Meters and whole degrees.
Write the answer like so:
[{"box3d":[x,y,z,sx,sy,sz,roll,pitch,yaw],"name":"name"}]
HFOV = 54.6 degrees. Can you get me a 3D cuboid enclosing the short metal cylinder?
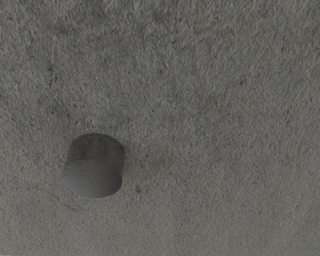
[{"box3d":[-0.091,0.054,0.435,0.080,0.050,0.080,0,130,0],"name":"short metal cylinder"}]
